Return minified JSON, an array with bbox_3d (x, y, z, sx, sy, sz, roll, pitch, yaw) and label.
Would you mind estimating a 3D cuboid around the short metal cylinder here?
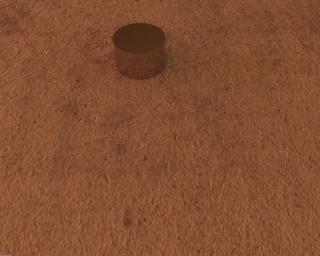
[{"bbox_3d":[-0.031,-0.122,0.489,0.080,0.050,0.080,0,50,0],"label":"short metal cylinder"}]
